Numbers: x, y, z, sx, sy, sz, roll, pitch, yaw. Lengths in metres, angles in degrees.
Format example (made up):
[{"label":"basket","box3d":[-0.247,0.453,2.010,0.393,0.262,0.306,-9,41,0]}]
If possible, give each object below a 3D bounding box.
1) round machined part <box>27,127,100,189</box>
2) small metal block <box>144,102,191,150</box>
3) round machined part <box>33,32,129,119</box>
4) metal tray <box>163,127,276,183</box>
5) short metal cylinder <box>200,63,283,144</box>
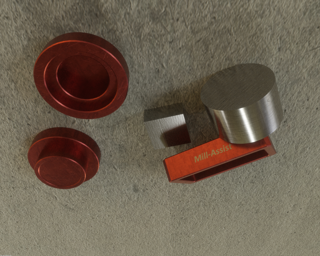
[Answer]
[{"label":"round machined part","box3d":[-0.136,0.049,0.436,0.099,0.042,0.097,-1,130,0]},{"label":"small metal block","box3d":[0.010,-0.002,0.406,0.050,0.025,0.050,-12,130,9]},{"label":"round machined part","box3d":[-0.083,-0.060,0.344,0.099,0.042,0.097,-1,130,0]},{"label":"metal tray","box3d":[0.081,0.038,0.407,0.130,0.030,0.090,-23,161,18]},{"label":"short metal cylinder","box3d":[0.092,-0.028,0.348,0.080,0.080,0.050,-18,128,14]}]
